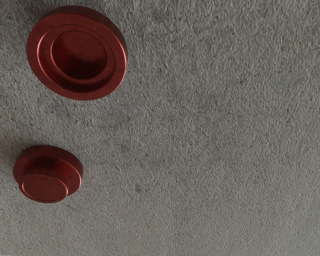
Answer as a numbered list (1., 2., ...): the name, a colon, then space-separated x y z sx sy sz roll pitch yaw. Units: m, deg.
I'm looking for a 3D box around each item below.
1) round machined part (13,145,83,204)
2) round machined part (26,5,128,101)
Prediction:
1. round machined part: -0.167 0.075 0.458 0.099 0.042 0.097 0 130 0
2. round machined part: -0.083 -0.080 0.327 0.099 0.042 0.097 0 130 0
